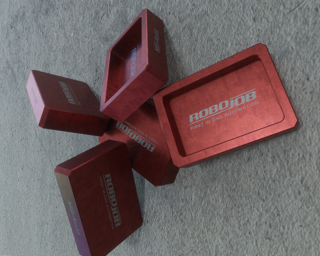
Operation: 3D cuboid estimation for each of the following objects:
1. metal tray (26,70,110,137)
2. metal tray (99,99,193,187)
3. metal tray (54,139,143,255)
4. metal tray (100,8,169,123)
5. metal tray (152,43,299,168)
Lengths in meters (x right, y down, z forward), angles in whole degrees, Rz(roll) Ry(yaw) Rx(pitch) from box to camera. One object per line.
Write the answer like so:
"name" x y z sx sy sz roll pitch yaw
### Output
"metal tray" -0.138 -0.038 0.455 0.130 0.091 0.030 48 120 48
"metal tray" -0.023 0.008 0.420 0.130 0.030 0.089 32 110 35
"metal tray" -0.073 0.091 0.396 0.030 0.091 0.129 7 115 40
"metal tray" -0.034 -0.081 0.391 0.090 0.030 0.130 -38 38 33
"metal tray" 0.065 -0.019 0.327 0.130 0.030 0.090 -23 75 22
